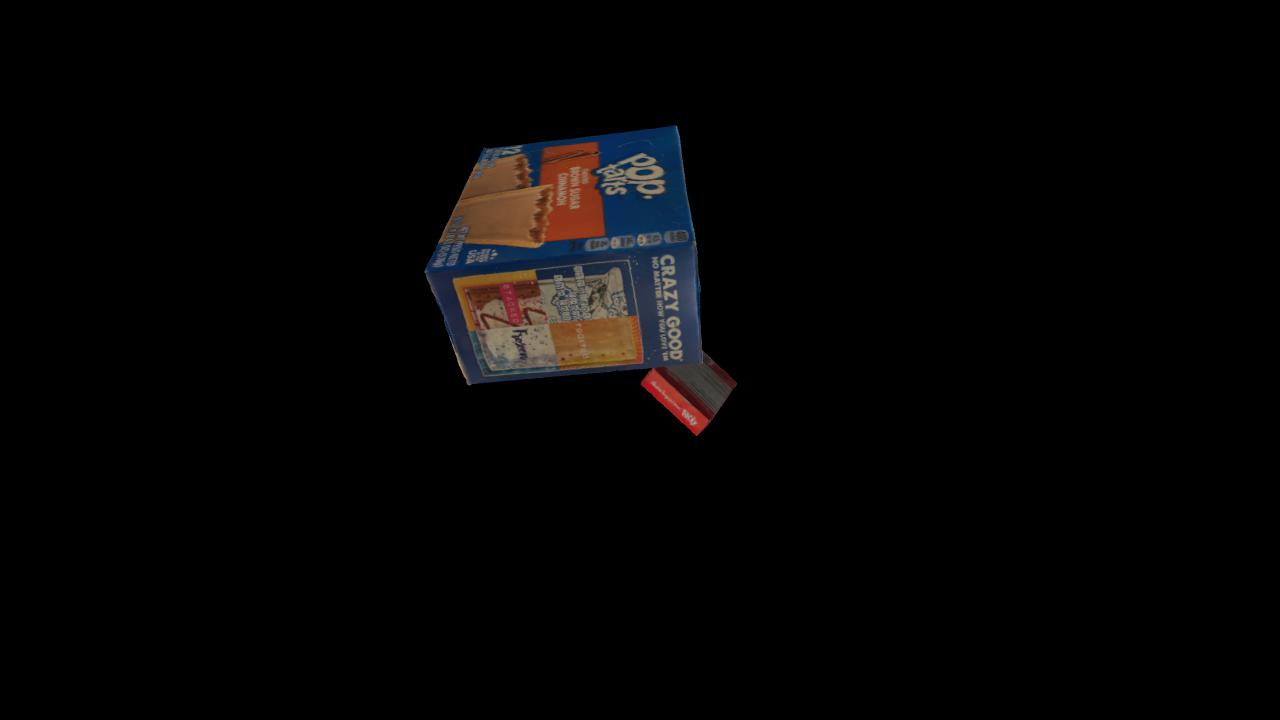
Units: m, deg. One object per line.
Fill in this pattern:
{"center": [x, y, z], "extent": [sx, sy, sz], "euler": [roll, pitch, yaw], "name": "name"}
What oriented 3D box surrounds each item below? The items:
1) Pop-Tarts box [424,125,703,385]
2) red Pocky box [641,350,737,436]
{"center": [-0.037, -0.074, 0.392], "extent": [0.141, 0.083, 0.167], "euler": [-5, 40, 4], "name": "Pop-Tarts box"}
{"center": [0.060, 0.026, 0.698], "extent": [0.028, 0.083, 0.155], "euler": [-48, -6, 22], "name": "red Pocky box"}
